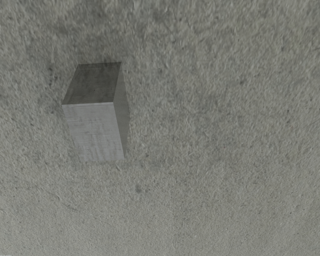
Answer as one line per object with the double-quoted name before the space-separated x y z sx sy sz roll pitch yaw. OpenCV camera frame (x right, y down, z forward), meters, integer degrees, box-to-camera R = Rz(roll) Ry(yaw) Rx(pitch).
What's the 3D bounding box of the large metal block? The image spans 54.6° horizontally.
"large metal block" -0.067 -0.019 0.354 0.050 0.080 0.080 -3 130 2
